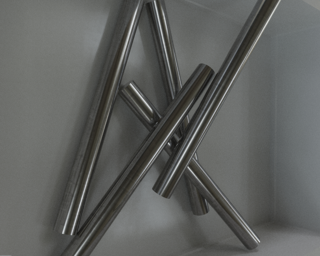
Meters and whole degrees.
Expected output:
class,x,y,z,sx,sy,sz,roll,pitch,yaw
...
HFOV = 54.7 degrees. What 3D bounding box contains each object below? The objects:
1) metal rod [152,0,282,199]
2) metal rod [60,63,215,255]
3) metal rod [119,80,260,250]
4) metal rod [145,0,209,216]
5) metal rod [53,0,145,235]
class,x,y,z,sx,sy,sz,roll,pitch,yaw
metal rod,0.074,-0.050,0.377,0.025,0.025,0.299,28,91,-37
metal rod,-0.026,0.045,0.353,0.025,0.025,0.300,45,73,-31
metal rod,0.048,0.061,0.417,0.300,0.025,0.025,51,60,-18
metal rod,0.027,-0.020,0.428,0.025,0.025,0.298,-22,104,-38
metal rod,-0.063,-0.034,0.353,0.025,0.025,0.299,24,75,-38
